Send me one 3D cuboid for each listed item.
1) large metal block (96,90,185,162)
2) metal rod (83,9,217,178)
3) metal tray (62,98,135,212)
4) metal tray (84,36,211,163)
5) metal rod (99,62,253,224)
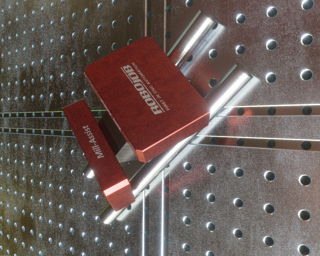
[{"bbox_3d":[-0.025,-0.003,0.392,0.080,0.081,0.050,-49,61,28],"label":"large metal block"},{"bbox_3d":[-0.029,-0.030,0.431,0.298,0.025,0.025,-50,61,28],"label":"metal rod"},{"bbox_3d":[-0.078,0.036,0.401,0.130,0.030,0.090,57,166,24],"label":"metal tray"},{"bbox_3d":[-0.016,-0.037,0.350,0.090,0.030,0.130,-30,64,-12],"label":"metal tray"},{"bbox_3d":[0.005,0.037,0.404,0.299,0.025,0.025,-49,61,28],"label":"metal rod"}]
